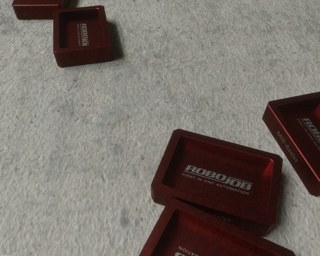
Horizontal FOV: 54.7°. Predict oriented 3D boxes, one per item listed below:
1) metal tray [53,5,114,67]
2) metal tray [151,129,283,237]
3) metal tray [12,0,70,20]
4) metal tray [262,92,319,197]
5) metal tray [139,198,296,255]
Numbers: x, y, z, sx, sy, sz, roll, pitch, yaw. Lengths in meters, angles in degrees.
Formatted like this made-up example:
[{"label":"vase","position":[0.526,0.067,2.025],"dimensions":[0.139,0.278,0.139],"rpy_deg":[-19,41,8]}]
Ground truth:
[{"label":"metal tray","position":[-0.134,-0.162,0.533],"dimensions":[0.091,0.030,0.130],"rpy_deg":[-9,51,-8]},{"label":"metal tray","position":[0.065,0.057,0.352],"dimensions":[0.131,0.030,0.090],"rpy_deg":[15,51,12]},{"label":"metal tray","position":[-0.229,-0.265,0.620],"dimensions":[0.091,0.030,0.130],"rpy_deg":[-1,50,-1]},{"label":"metal tray","position":[0.201,0.014,0.390],"dimensions":[0.091,0.030,0.130],"rpy_deg":[-11,51,-10]},{"label":"metal tray","position":[0.049,0.133,0.288],"dimensions":[0.130,0.030,0.090],"rpy_deg":[21,53,16]}]
